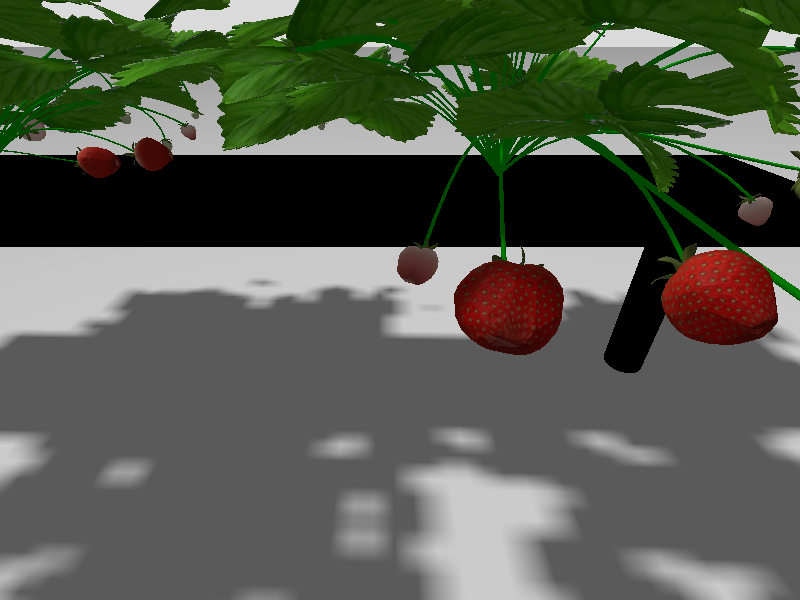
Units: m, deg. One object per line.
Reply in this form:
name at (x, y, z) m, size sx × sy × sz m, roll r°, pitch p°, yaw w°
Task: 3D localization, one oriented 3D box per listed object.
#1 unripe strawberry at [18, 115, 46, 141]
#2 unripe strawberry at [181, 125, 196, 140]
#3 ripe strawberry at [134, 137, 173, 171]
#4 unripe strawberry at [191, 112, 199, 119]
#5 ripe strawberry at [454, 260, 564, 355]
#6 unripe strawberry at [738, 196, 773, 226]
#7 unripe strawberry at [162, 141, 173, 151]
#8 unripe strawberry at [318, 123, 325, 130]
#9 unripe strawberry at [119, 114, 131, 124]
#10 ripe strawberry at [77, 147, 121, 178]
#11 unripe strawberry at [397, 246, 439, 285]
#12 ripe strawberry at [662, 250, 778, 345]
unripe strawberry at (-0.418, -0.196, 0.454) m, size 0.027 × 0.029 × 0.030 m, roll -12°, pitch 35°, yaw -18°
unripe strawberry at (-0.242, -0.193, 0.460) m, size 0.017 × 0.015 × 0.017 m, roll 26°, pitch -27°, yaw 33°
ripe strawberry at (-0.218, -0.129, 0.355) m, size 0.029 × 0.028 × 0.026 m, roll -2°, pitch 34°, yaw -6°
unripe strawberry at (-0.267, -0.241, 0.522) m, size 0.009 × 0.010 × 0.010 m, roll 14°, pitch 36°, yaw 20°
ripe strawberry at (0.039, 0.005, 0.146) m, size 0.039 × 0.035 × 0.036 m, roll 6°, pitch 35°, yaw 9°
unripe strawberry at (0.228, -0.056, 0.256) m, size 0.017 × 0.018 × 0.017 m, roll -24°, pitch 10°, yaw 47°
unripe strawberry at (-0.231, -0.153, 0.398) m, size 0.010 × 0.011 × 0.011 m, roll -15°, pitch 37°, yaw -21°
unripe strawberry at (-0.089, -0.198, 0.454) m, size 0.010 × 0.010 × 0.009 m, roll 24°, pitch 40°, yaw 31°
unripe strawberry at (-0.354, -0.234, 0.516) m, size 0.014 × 0.013 × 0.013 m, roll 2°, pitch 34°, yaw 2°
ripe strawberry at (-0.250, -0.115, 0.334) m, size 0.028 × 0.024 × 0.028 m, roll 3°, pitch 34°, yaw 3°
unripe strawberry at (0.008, -0.016, 0.193) m, size 0.020 × 0.018 × 0.018 m, roll 13°, pitch -28°, yaw 19°
ripe strawberry at (0.125, 0.001, 0.155) m, size 0.035 × 0.037 × 0.037 m, roll -6°, pitch 38°, yaw -8°
